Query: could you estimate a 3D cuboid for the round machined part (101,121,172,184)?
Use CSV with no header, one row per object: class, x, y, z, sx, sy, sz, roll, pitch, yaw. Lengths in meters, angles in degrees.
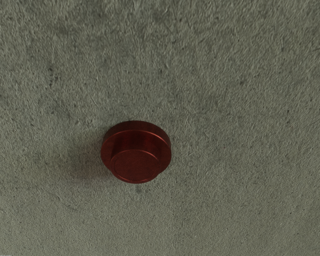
round machined part,-0.033,0.040,0.430,0.099,0.042,0.097,0,130,0
